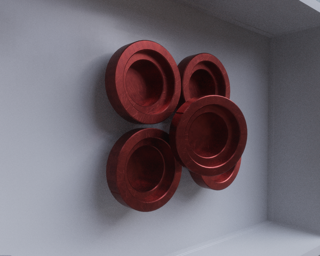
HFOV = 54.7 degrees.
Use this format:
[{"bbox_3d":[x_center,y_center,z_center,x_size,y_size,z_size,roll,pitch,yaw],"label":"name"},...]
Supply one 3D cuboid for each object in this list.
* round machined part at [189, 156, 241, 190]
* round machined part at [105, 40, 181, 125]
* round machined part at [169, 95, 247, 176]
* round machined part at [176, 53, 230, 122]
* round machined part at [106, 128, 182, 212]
[{"bbox_3d":[0.074,0.040,0.458,0.099,0.042,0.097,0,90,-40],"label":"round machined part"},{"bbox_3d":[-0.024,-0.053,0.375,0.099,0.042,0.097,0,90,-40],"label":"round machined part"},{"bbox_3d":[0.056,0.008,0.387,0.099,0.042,0.097,-2,96,-22],"label":"round machined part"},{"bbox_3d":[0.053,-0.054,0.440,0.099,0.042,0.097,0,90,-40],"label":"round machined part"},{"bbox_3d":[-0.023,0.048,0.376,0.099,0.042,0.097,0,90,-40],"label":"round machined part"}]
